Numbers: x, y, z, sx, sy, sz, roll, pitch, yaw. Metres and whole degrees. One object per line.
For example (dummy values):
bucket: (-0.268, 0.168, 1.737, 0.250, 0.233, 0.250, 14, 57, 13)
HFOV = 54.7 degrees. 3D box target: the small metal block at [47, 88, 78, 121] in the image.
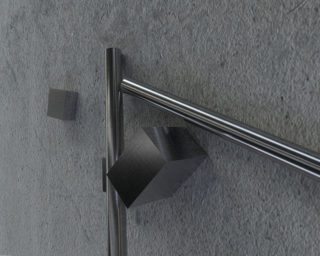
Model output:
small metal block: (-0.171, -0.042, 0.543, 0.050, 0.025, 0.050, 13, 98, 39)

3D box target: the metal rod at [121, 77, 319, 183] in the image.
metal rod: (0.062, -0.006, 0.352, 0.300, 0.025, 0.025, 27, 107, 36)

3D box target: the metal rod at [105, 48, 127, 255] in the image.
metal rod: (-0.061, 0.031, 0.423, 0.025, 0.025, 0.299, -15, 71, 38)

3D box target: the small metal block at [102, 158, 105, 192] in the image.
small metal block: (-0.058, 0.068, 0.450, 0.050, 0.025, 0.050, -2, 89, 39)

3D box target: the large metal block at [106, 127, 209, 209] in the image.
large metal block: (-0.003, 0.044, 0.369, 0.050, 0.081, 0.080, 52, 120, 27)
